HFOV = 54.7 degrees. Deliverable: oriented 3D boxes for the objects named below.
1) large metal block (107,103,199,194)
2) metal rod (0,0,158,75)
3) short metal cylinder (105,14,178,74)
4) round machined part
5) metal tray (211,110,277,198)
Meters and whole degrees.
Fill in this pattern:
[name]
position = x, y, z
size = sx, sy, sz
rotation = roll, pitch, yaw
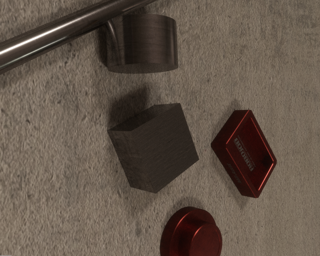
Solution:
[large metal block]
position = -0.006, 0.022, 0.385
size = 0.081, 0.050, 0.080
rotation = -32, 110, -36
[metal rod]
position = -0.070, -0.126, 0.347
size = 0.302, 0.025, 0.025
rotation = -40, 115, -33
[short metal cylinder]
position = -0.020, -0.092, 0.353
size = 0.081, 0.080, 0.050
rotation = -5, 93, -40
[round machined part]
position = 0.051, 0.165, 0.439
size = 0.099, 0.042, 0.097
rotation = 0, 90, -40
[metal tray]
position = 0.147, 0.044, 0.528
size = 0.090, 0.030, 0.130
rotation = -50, 120, -28
